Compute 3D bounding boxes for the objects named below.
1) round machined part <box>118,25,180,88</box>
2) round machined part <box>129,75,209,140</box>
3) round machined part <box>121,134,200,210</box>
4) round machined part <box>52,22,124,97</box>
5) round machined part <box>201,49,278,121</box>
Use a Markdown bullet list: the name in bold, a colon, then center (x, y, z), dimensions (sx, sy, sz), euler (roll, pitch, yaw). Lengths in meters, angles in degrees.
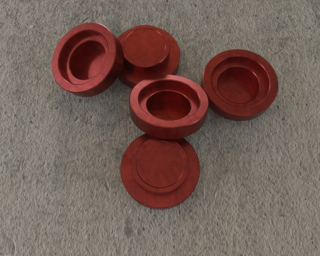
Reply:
- **round machined part**: center (-0.020, -0.105, 0.438), dimensions (0.099, 0.042, 0.098), euler (0, 70, -1)
- **round machined part**: center (0.011, -0.022, 0.397), dimensions (0.099, 0.042, 0.098), euler (2, 47, -2)
- **round machined part**: center (0.000, 0.049, 0.382), dimensions (0.099, 0.042, 0.098), euler (0, 70, -1)
- **round machined part**: center (-0.093, -0.088, 0.420), dimensions (0.098, 0.042, 0.098), euler (-5, 76, 20)
- **round machined part**: center (0.105, -0.054, 0.421), dimensions (0.099, 0.042, 0.098), euler (0, 70, -1)
